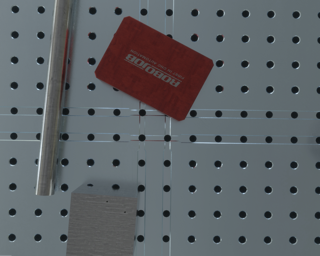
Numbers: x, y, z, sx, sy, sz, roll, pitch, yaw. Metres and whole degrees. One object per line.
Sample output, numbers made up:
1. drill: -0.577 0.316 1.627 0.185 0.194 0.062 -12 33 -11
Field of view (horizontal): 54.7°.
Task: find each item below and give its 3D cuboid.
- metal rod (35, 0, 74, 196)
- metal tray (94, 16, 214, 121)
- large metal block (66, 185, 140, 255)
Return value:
1. metal rod: -0.138 -0.061 0.411 0.025 0.025 0.298 6 90 -1
2. metal tray: -0.007 -0.076 0.411 0.130 0.030 0.090 28 90 -1
3. large metal block: -0.071 0.121 0.400 0.081 0.050 0.079 5 90 -1
